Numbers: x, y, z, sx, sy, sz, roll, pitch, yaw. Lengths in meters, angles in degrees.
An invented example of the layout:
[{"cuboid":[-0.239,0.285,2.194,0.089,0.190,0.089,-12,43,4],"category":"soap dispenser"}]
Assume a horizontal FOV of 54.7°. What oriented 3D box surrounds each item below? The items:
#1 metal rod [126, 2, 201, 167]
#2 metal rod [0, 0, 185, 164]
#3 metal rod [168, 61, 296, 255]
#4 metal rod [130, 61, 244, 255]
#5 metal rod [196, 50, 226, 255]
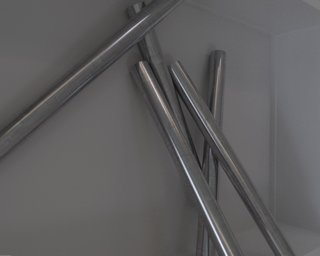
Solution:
[{"cuboid":[0.020,-0.017,0.423,0.025,0.025,0.298,-33,110,-35],"category":"metal rod"},{"cuboid":[-0.066,-0.071,0.329,0.301,0.025,0.025,-47,119,-22],"category":"metal rod"},{"cuboid":[0.093,0.044,0.416,0.025,0.025,0.299,-29,87,-36],"category":"metal rod"},{"cuboid":[0.037,0.055,0.359,0.025,0.025,0.299,-17,76,-39],"category":"metal rod"},{"cuboid":[0.075,0.028,0.442,0.025,0.025,0.299,19,70,-38],"category":"metal rod"}]
